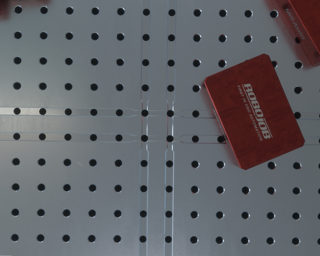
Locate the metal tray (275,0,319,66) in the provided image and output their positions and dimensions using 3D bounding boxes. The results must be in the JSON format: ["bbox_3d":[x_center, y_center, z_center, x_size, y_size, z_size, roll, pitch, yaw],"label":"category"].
[{"bbox_3d":[0.219,-0.161,0.412,0.090,0.030,0.130,-30,90,0],"label":"metal tray"}]

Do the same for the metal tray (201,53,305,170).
[{"bbox_3d":[0.122,-0.021,0.412,0.090,0.030,0.130,-23,90,0],"label":"metal tray"}]
